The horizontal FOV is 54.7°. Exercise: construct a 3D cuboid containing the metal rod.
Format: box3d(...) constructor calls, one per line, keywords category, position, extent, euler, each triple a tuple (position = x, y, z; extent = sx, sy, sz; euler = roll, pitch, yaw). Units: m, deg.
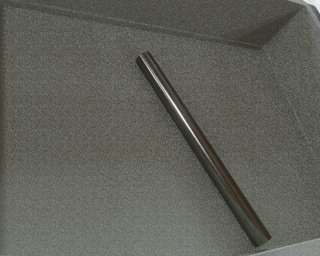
box3d(category="metal rod", position=(0.052, 0.019, 0.423), extent=(0.025, 0.025, 0.299), euler=(-22, 74, -36))
